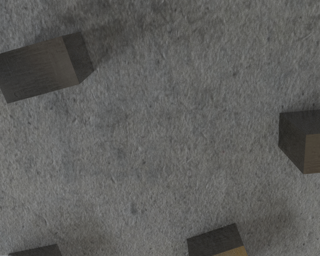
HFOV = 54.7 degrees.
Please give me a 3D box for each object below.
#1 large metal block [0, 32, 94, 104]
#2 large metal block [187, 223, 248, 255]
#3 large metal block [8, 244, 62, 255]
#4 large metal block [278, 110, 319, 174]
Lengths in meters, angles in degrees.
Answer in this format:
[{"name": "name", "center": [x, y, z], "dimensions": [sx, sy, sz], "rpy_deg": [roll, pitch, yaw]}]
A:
[{"name": "large metal block", "center": [-0.129, -0.072, 0.352], "dimensions": [0.080, 0.080, 0.050], "rpy_deg": [-14, 110, 5]}, {"name": "large metal block", "center": [0.095, 0.204, 0.473], "dimensions": [0.080, 0.050, 0.080], "rpy_deg": [-21, 109, 7]}, {"name": "large metal block", "center": [-0.192, 0.236, 0.481], "dimensions": [0.080, 0.050, 0.080], "rpy_deg": [-13, 110, 4]}, {"name": "large metal block", "center": [0.204, 0.013, 0.388], "dimensions": [0.080, 0.080, 0.050], "rpy_deg": [-5, 110, 1]}]
